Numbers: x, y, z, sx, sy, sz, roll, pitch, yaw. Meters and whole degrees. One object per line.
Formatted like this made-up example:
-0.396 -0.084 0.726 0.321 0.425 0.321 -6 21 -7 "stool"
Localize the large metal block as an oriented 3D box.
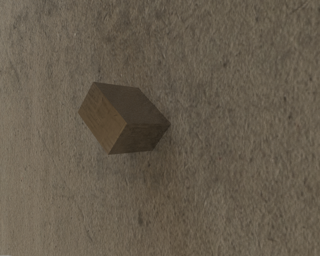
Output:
-0.047 -0.013 0.409 0.080 0.081 0.050 49 119 29 "large metal block"
